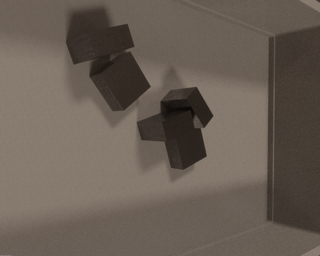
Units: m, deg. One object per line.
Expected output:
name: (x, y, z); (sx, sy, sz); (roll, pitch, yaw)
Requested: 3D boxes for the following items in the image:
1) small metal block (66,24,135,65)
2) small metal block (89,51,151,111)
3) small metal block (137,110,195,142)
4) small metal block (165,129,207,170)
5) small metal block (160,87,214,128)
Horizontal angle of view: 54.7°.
small metal block: (-0.065, -0.091, 0.337); (0.050, 0.050, 0.025); (-27, 108, -37)
small metal block: (-0.046, -0.055, 0.369); (0.050, 0.025, 0.050); (-46, 118, -30)
small metal block: (0.007, -0.003, 0.398); (0.050, 0.050, 0.025); (-23, 105, -38)
small metal block: (0.036, 0.025, 0.439); (0.050, 0.025, 0.050); (-23, 105, -38)
small metal block: (0.037, -0.027, 0.423); (0.025, 0.050, 0.050); (-50, 120, -29)
